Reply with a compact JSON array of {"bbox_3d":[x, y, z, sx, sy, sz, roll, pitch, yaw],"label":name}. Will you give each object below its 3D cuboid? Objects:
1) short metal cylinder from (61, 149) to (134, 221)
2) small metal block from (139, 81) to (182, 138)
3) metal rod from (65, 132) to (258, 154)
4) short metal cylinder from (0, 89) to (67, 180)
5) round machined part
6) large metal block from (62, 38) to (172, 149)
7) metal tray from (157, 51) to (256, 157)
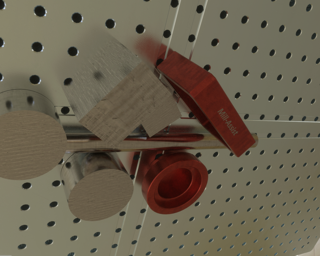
[{"bbox_3d":[-0.080,0.070,0.394,0.081,0.050,0.079,-14,124,-21],"label":"short metal cylinder"},{"bbox_3d":[-0.007,-0.024,0.392,0.050,0.025,0.050,-34,129,-6],"label":"small metal block"},{"bbox_3d":[0.019,0.019,0.433,0.303,0.025,0.025,1,118,-29],"label":"metal rod"},{"bbox_3d":[-0.142,0.007,0.320,0.081,0.050,0.079,-14,124,-21],"label":"short metal cylinder"},{"bbox_3d":[0.018,0.076,0.457,0.099,0.042,0.097,-14,124,-21],"label":"round machined part"},{"bbox_3d":[-0.048,-0.039,0.325,0.080,0.080,0.050,-44,130,2],"label":"large metal block"},{"bbox_3d":[0.058,-0.028,0.383,0.030,0.090,0.130,-43,129,1],"label":"metal tray"}]
